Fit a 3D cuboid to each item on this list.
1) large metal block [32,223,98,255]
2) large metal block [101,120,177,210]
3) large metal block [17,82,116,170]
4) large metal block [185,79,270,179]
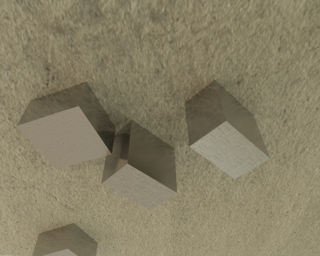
[{"bbox_3d":[-0.177,0.232,0.586,0.080,0.050,0.080,-21,128,16],"label":"large metal block"},{"bbox_3d":[-0.025,0.049,0.413,0.080,0.080,0.050,35,122,-27],"label":"large metal block"},{"bbox_3d":[-0.112,-0.001,0.388,0.080,0.050,0.080,-16,129,13],"label":"large metal block"},{"bbox_3d":[0.078,0.002,0.374,0.080,0.080,0.050,36,121,-27],"label":"large metal block"}]
